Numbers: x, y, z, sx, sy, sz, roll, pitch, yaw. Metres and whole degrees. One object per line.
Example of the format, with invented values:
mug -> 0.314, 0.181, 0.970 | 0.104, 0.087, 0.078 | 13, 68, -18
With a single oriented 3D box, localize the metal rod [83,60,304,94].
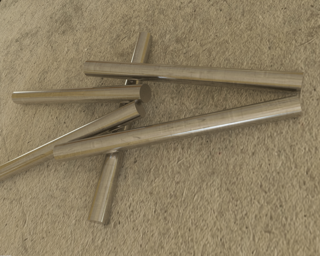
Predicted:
metal rod -> 0.026, -0.071, 0.413 | 0.301, 0.025, 0.025 | 8, 66, 24

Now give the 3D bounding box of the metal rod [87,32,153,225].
metal rod -> -0.050, -0.017, 0.441 | 0.025, 0.025, 0.299 | -3, 60, 26

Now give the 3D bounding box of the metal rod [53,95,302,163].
metal rod -> 0.009, 0.005, 0.376 | 0.301, 0.025, 0.025 | -11, 57, 13

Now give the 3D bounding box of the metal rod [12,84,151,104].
metal rod -> -0.142, -0.051, 0.491 | 0.300, 0.025, 0.025 | 3, 63, 35

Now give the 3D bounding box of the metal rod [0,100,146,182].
metal rod -> -0.155, 0.031, 0.448 | 0.300, 0.025, 0.025 | -23, 53, 20
